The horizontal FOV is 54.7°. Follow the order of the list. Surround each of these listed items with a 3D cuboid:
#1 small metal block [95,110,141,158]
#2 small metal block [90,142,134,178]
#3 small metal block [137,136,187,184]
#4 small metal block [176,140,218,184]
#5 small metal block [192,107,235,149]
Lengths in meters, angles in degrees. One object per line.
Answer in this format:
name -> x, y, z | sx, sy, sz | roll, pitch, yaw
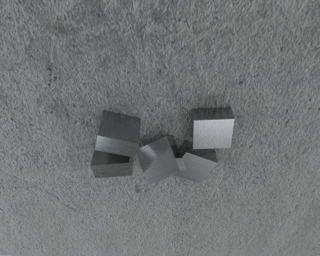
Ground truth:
small metal block -> -0.053, 0.007, 0.396 | 0.050, 0.050, 0.025 | 12, 129, -10
small metal block -> -0.063, 0.040, 0.424 | 0.050, 0.050, 0.025 | -5, 130, 4
small metal block -> 0.001, 0.044, 0.425 | 0.050, 0.050, 0.025 | -26, 165, 20
small metal block -> 0.048, 0.050, 0.450 | 0.050, 0.025, 0.050 | 20, 127, -17
small metal block -> 0.068, 0.001, 0.408 | 0.050, 0.025, 0.050 | -2, 130, 1
